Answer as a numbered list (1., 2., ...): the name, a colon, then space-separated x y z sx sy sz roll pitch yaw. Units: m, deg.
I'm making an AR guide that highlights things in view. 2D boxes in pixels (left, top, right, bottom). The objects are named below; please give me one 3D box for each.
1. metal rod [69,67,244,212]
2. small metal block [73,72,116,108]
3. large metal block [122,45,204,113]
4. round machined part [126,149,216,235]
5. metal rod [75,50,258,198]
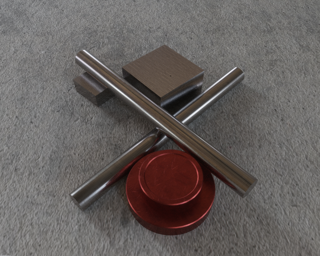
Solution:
1. metal rod: 0.014 0.000 0.407 0.025 0.025 0.302 37 59 26
2. small metal block: -0.090 -0.063 0.458 0.050 0.025 0.050 35 58 25
3. large metal block: 0.004 -0.066 0.445 0.080 0.050 0.080 -34 58 -26
4. round machined part: 0.012 0.062 0.341 0.099 0.042 0.098 0 50 0
5. metal rod: -0.011 -0.020 0.389 0.025 0.025 0.300 -36 59 -27
